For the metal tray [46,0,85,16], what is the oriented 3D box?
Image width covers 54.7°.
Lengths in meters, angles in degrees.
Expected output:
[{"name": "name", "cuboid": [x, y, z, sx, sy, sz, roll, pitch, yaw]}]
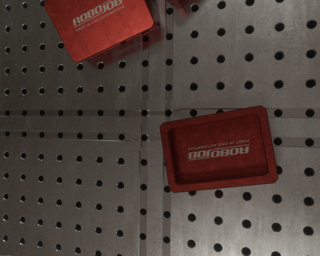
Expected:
[{"name": "metal tray", "cuboid": [-0.146, -0.247, 0.459, 0.090, 0.030, 0.130, -32, 80, 16]}]

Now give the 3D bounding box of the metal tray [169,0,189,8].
[{"name": "metal tray", "cuboid": [0.009, -0.235, 0.406, 0.090, 0.030, 0.130, -46, 76, 14]}]

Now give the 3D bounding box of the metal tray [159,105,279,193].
[{"name": "metal tray", "cuboid": [0.071, 0.028, 0.384, 0.130, 0.030, 0.089, -10, 87, 19]}]

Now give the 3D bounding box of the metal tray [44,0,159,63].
[{"name": "metal tray", "cuboid": [-0.079, -0.155, 0.418, 0.130, 0.030, 0.090, -20, 106, 19]}]
